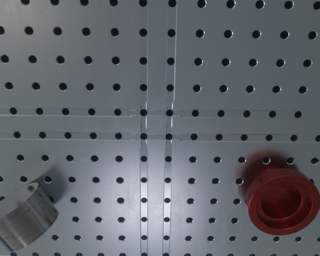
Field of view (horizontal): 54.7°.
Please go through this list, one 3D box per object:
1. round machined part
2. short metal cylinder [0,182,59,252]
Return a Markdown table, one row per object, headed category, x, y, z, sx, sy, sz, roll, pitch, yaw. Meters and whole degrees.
| category | x | y | z | sx | sy | sz | roll | pitch | yaw |
| --- | --- | --- | --- | --- | --- | --- | --- | --- | --- |
| round machined part | 0.170 | 0.100 | 0.443 | 0.099 | 0.042 | 0.097 | 0 | 110 | 0 |
| short metal cylinder | -0.189 | 0.120 | 0.427 | 0.080 | 0.080 | 0.050 | -26 | 108 | 9 |
